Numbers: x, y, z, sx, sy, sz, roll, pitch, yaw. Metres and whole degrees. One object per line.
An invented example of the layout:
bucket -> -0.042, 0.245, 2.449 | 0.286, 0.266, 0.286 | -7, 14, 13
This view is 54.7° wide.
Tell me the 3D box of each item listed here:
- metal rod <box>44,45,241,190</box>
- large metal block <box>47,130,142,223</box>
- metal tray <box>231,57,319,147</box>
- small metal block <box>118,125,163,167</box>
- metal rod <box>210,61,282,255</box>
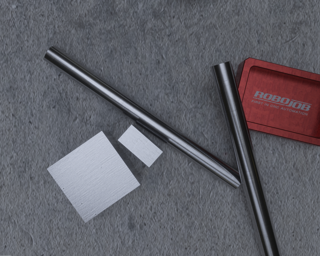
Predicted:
metal rod -> -0.020, -0.013, 0.409 | 0.301, 0.025, 0.025 | 34, 90, -1
large metal block -> -0.080, 0.059, 0.397 | 0.080, 0.050, 0.080 | -35, 90, 0
metal tray -> 0.162, -0.033, 0.409 | 0.131, 0.030, 0.089 | 14, 90, -1
small metal block -> -0.024, 0.021, 0.397 | 0.050, 0.050, 0.025 | 41, 90, -1
metal rod -> 0.115, 0.064, 0.391 | 0.025, 0.025, 0.298 | -17, 99, 0
